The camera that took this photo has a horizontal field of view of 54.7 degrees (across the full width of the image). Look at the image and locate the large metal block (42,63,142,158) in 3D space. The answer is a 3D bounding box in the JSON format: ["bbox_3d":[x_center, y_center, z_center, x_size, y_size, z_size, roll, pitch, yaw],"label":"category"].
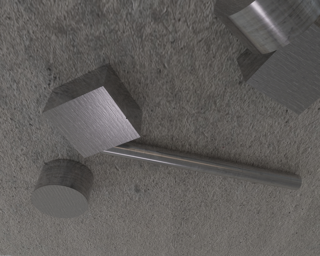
[{"bbox_3d":[-0.077,-0.019,0.374,0.080,0.050,0.080,-21,127,16],"label":"large metal block"}]

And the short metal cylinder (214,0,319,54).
[{"bbox_3d":[0.096,-0.114,0.275,0.050,0.080,0.080,36,121,-27],"label":"short metal cylinder"}]

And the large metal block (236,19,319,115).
[{"bbox_3d":[0.144,-0.072,0.331,0.080,0.050,0.080,26,125,-21],"label":"large metal block"}]

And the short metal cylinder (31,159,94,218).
[{"bbox_3d":[-0.145,0.092,0.468,0.081,0.050,0.079,0,130,0],"label":"short metal cylinder"}]

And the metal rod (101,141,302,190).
[{"bbox_3d":[0.067,0.054,0.453,0.302,0.025,0.025,12,129,-11],"label":"metal rod"}]
